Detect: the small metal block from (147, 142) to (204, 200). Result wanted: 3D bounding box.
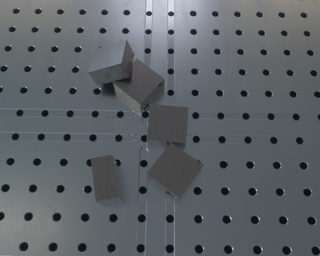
[{"bbox_3d":[0.019,0.055,0.392,0.050,0.025,0.050,35,74,12],"label":"small metal block"}]

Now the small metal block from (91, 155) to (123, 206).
[{"bbox_3d":[-0.063,0.064,0.375,0.025,0.050,0.050,-10,70,-4],"label":"small metal block"}]

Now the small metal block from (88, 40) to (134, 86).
[{"bbox_3d":[-0.066,-0.090,0.428,0.050,0.025,0.050,-11,49,19],"label":"small metal block"}]

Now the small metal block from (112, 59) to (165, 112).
[{"bbox_3d":[-0.029,-0.060,0.434,0.050,0.025,0.050,39,74,13],"label":"small metal block"}]

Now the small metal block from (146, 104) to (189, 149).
[{"bbox_3d":[0.010,-0.002,0.413,0.050,0.025,0.050,5,70,2],"label":"small metal block"}]
